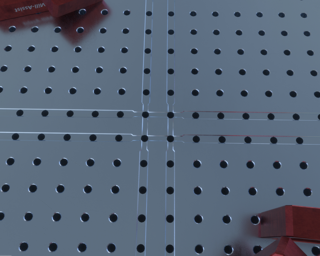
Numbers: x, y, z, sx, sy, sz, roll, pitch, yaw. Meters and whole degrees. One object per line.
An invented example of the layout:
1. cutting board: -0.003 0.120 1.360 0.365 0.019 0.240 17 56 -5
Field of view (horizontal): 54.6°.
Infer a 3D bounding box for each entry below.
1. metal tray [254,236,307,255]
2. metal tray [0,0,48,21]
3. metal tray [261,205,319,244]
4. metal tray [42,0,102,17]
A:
1. metal tray: 0.106 0.177 0.301 0.090 0.129 0.030 47 31 15
2. metal tray: -0.210 -0.226 0.490 0.131 0.030 0.090 -14 71 -5
3. metal tray: 0.187 0.110 0.337 0.131 0.090 0.030 6 70 2
4. metal tray: -0.155 -0.241 0.467 0.091 0.030 0.130 -34 89 -28
